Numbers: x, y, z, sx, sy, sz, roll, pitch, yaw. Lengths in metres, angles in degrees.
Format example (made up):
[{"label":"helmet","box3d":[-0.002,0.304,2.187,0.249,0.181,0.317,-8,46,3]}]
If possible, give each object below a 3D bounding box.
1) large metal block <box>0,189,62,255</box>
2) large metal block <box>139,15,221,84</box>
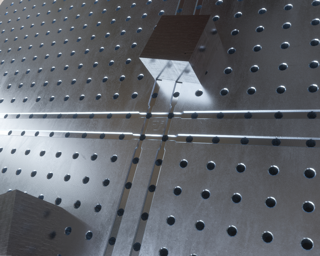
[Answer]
[{"label":"large metal block","box3d":[-0.170,0.131,0.379,0.050,0.080,0.080,-20,54,16]},{"label":"large metal block","box3d":[0.030,-0.114,0.445,0.080,0.050,0.080,13,68,33]}]
